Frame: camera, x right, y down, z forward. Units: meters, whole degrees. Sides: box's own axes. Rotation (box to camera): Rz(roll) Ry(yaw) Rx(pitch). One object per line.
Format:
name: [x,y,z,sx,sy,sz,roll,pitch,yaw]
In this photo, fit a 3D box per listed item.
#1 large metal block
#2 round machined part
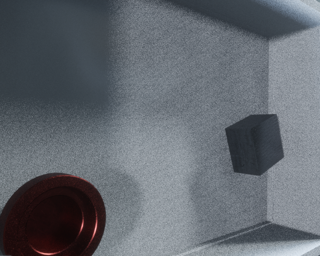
large metal block: [0.163,0.026,0.531,0.081,0.050,0.080,-24,105,-38]
round machined part: [-0.107,0.093,0.307,0.099,0.042,0.097,0,90,-40]
